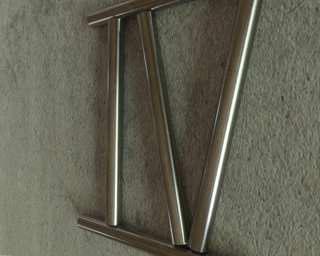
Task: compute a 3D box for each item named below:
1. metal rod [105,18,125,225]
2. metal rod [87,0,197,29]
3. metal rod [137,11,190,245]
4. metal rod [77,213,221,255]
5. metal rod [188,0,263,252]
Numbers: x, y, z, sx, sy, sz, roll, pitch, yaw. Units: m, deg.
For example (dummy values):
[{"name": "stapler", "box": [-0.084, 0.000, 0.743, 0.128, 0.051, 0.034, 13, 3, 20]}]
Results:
[{"name": "metal rod", "box": [-0.066, -0.009, 0.458, 0.025, 0.025, 0.298, 1, 91, 39]}, {"name": "metal rod", "box": [0.011, -0.167, 0.396, 0.300, 0.025, 0.025, 2, 91, 39]}, {"name": "metal rod", "box": [0.004, -0.006, 0.400, 0.025, 0.025, 0.298, -15, 81, 39]}, {"name": "metal rod", "box": [-0.009, 0.155, 0.410, 0.300, 0.025, 0.025, 2, 91, 39]}, {"name": "metal rod", "box": [0.072, -0.005, 0.345, 0.025, 0.025, 0.298, 17, 101, 38]}]
